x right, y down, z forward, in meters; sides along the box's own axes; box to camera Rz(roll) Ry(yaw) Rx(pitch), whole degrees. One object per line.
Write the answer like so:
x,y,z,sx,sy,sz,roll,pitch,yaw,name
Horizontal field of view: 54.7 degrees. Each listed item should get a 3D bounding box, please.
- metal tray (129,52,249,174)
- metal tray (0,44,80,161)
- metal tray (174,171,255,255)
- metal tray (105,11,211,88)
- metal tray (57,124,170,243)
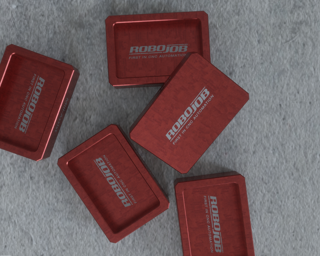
0.034,-0.018,0.388,0.090,0.030,0.130,36,100,-12,metal tray
-0.171,-0.032,0.405,0.090,0.030,0.129,20,90,-1,metal tray
0.071,0.128,0.408,0.091,0.030,0.129,-7,90,-1,metal tray
-0.002,-0.101,0.407,0.131,0.030,0.089,-3,90,-1,metal tray
-0.059,0.070,0.406,0.090,0.030,0.130,-34,90,-1,metal tray
